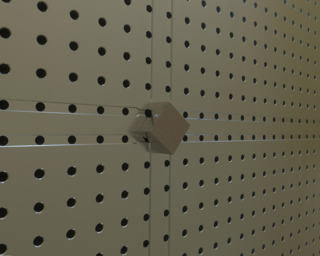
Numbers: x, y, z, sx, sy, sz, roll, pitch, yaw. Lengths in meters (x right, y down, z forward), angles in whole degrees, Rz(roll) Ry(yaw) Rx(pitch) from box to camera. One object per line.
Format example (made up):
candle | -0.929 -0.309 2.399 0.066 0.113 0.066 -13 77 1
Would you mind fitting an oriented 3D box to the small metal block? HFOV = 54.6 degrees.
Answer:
small metal block | 0.007 0.000 0.414 0.050 0.025 0.050 46 63 -31
